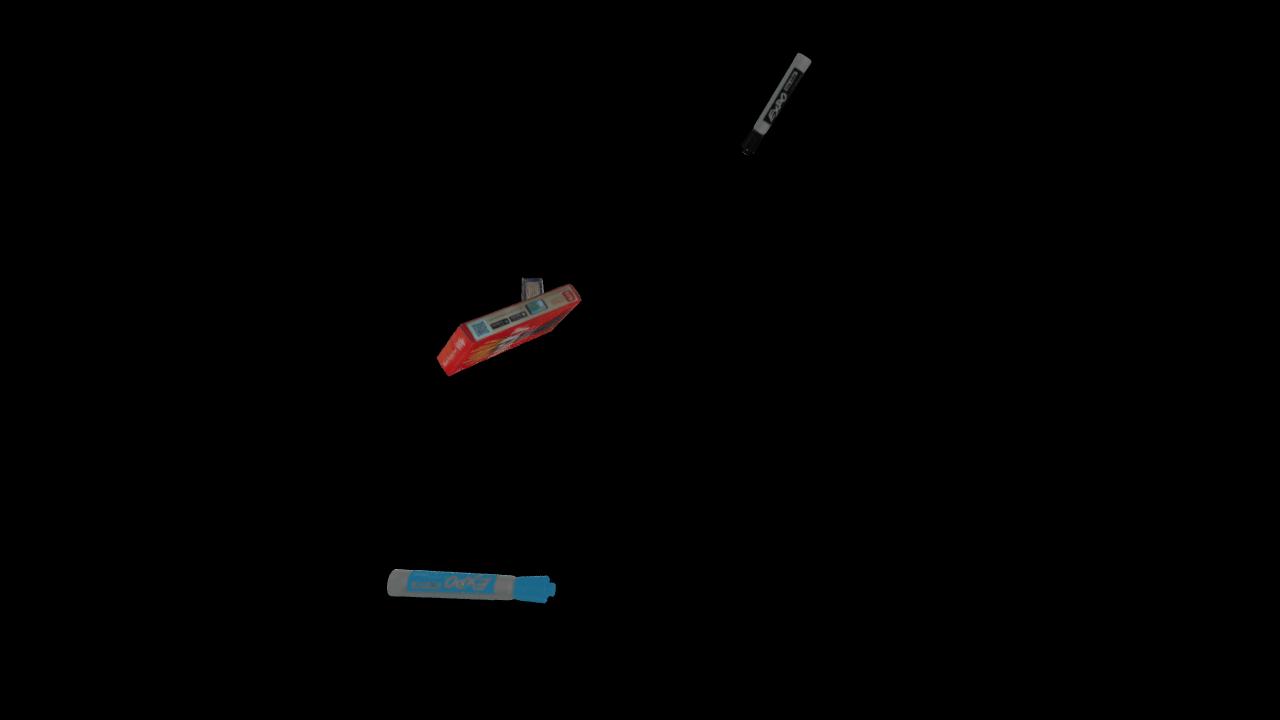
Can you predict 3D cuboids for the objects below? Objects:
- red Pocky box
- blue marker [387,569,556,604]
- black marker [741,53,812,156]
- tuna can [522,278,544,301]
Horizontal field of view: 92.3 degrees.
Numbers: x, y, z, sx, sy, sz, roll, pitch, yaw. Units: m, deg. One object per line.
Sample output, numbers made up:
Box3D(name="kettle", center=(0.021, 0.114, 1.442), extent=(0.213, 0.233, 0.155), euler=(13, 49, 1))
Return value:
Box3D(name="red Pocky box", center=(-0.143, -0.035, 0.684), extent=(0.155, 0.028, 0.083), euler=(-29, -5, -42))
Box3D(name="blue marker", center=(-0.121, 0.164, 0.445), extent=(0.121, 0.020, 0.020), euler=(1, 0, 5))
Box3D(name="black marker", center=(0.156, -0.295, 0.717), extent=(0.020, 0.121, 0.020), euler=(27, 23, -13))
Box3D(name="tuna can", center=(-0.172, -0.092, 0.998), extent=(0.034, 0.084, 0.084), euler=(-3, 0, -8))
